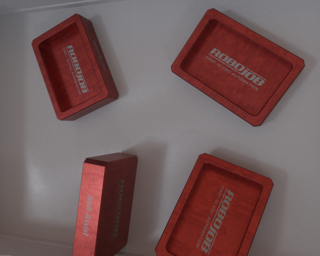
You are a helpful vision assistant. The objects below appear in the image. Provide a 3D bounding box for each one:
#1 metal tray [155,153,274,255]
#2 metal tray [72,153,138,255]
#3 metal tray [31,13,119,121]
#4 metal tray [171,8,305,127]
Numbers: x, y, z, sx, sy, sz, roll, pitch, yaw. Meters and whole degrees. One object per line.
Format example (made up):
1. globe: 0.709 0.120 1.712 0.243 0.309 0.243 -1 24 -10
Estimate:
1. metal tray: 0.063 0.104 0.355 0.090 0.030 0.130 21 71 19
2. metal tray: -0.068 0.101 0.398 0.030 0.090 0.129 8 93 19
3. metal tray: -0.124 -0.085 0.450 0.090 0.030 0.129 -24 82 18
4. metal tray: 0.090 -0.072 0.375 0.130 0.030 0.090 37 101 16
